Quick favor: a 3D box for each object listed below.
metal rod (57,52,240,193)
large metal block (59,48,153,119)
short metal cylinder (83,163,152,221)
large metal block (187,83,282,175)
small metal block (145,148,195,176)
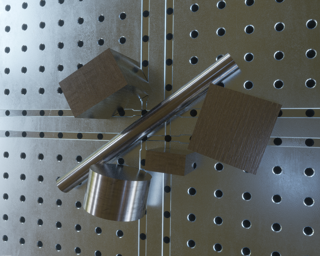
[{"bbox_3d":[-0.027,0.001,0.420,0.300,0.025,0.025,-36,79,16],"label":"metal rod"},{"bbox_3d":[-0.068,-0.053,0.407,0.080,0.080,0.050,-30,81,17],"label":"large metal block"},{"bbox_3d":[-0.055,0.081,0.401,0.080,0.080,0.050,12,94,19],"label":"short metal cylinder"},{"bbox_3d":[0.088,0.000,0.365,0.080,0.050,0.080,20,97,18],"label":"large metal block"},{"bbox_3d":[0.014,0.042,0.394,0.050,0.050,0.025,6,92,19],"label":"small metal block"}]
